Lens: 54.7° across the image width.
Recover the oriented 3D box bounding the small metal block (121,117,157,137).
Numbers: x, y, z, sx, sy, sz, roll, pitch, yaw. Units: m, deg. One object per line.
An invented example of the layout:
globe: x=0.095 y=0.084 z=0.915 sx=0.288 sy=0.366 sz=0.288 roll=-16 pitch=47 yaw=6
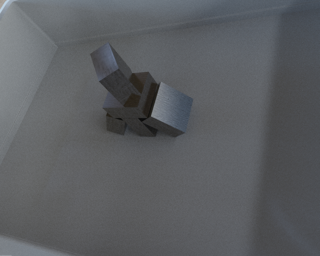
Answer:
small metal block: x=-0.021 y=-0.022 z=0.412 sx=0.025 sy=0.050 sz=0.050 roll=1 pitch=62 yaw=29

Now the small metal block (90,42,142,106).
small metal block: x=-0.050 y=-0.061 z=0.354 sx=0.025 sy=0.050 sz=0.050 roll=-31 pitch=51 yaw=9

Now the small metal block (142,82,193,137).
small metal block: x=0.010 y=-0.023 z=0.393 sx=0.025 sy=0.050 sz=0.050 roll=-28 pitch=42 yaw=56

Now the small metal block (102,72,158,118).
small metal block: x=-0.036 y=-0.040 z=0.382 sx=0.050 sy=0.025 sz=0.050 roll=1 pitch=62 yaw=28

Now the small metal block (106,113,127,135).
small metal block: x=-0.054 y=-0.024 z=0.427 sx=0.025 sy=0.050 sz=0.050 roll=16 pitch=66 yaw=-2
